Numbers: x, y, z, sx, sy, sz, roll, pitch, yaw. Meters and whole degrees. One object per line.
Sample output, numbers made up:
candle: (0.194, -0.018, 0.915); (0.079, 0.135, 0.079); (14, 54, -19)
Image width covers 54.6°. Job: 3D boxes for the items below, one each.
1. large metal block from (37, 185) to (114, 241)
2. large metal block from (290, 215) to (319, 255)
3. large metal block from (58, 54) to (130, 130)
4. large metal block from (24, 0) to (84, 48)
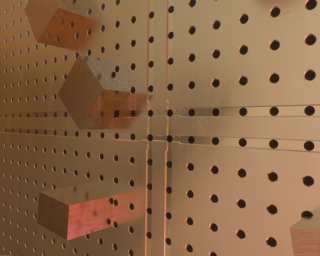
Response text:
large metal block: (-0.131, 0.127, 0.484); (0.080, 0.081, 0.050); (8, 95, 40)
large metal block: (0.163, 0.120, 0.258); (0.080, 0.050, 0.080); (-11, 83, 39)
large metal block: (-0.104, -0.054, 0.481); (0.080, 0.050, 0.080); (-52, 60, 27)
large metal block: (-0.190, -0.205, 0.552); (0.080, 0.050, 0.080); (-40, 66, 33)
